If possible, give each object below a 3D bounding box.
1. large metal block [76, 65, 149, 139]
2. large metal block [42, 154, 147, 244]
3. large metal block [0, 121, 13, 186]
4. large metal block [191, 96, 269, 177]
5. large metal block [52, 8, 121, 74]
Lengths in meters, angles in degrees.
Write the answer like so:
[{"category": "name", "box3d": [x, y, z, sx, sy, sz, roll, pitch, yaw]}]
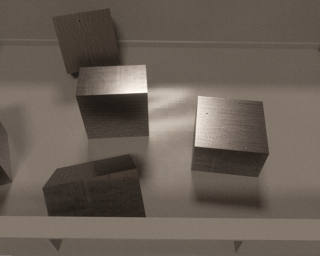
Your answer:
[{"category": "large metal block", "box3d": [-0.056, -0.032, 0.395, 0.081, 0.080, 0.050, -3, 50, -3]}, {"category": "large metal block", "box3d": [-0.062, 0.064, 0.307, 0.081, 0.050, 0.080, -11, 6, -9]}, {"category": "large metal block", "box3d": [-0.212, 0.017, 0.352, 0.050, 0.080, 0.080, -17, 52, -14]}, {"category": "large metal block", "box3d": [0.083, 0.009, 0.382, 0.080, 0.050, 0.080, 6, 50, 4]}, {"category": "large metal block", "box3d": [-0.111, -0.132, 0.470, 0.081, 0.079, 0.050, -14, 20, -12]}]
